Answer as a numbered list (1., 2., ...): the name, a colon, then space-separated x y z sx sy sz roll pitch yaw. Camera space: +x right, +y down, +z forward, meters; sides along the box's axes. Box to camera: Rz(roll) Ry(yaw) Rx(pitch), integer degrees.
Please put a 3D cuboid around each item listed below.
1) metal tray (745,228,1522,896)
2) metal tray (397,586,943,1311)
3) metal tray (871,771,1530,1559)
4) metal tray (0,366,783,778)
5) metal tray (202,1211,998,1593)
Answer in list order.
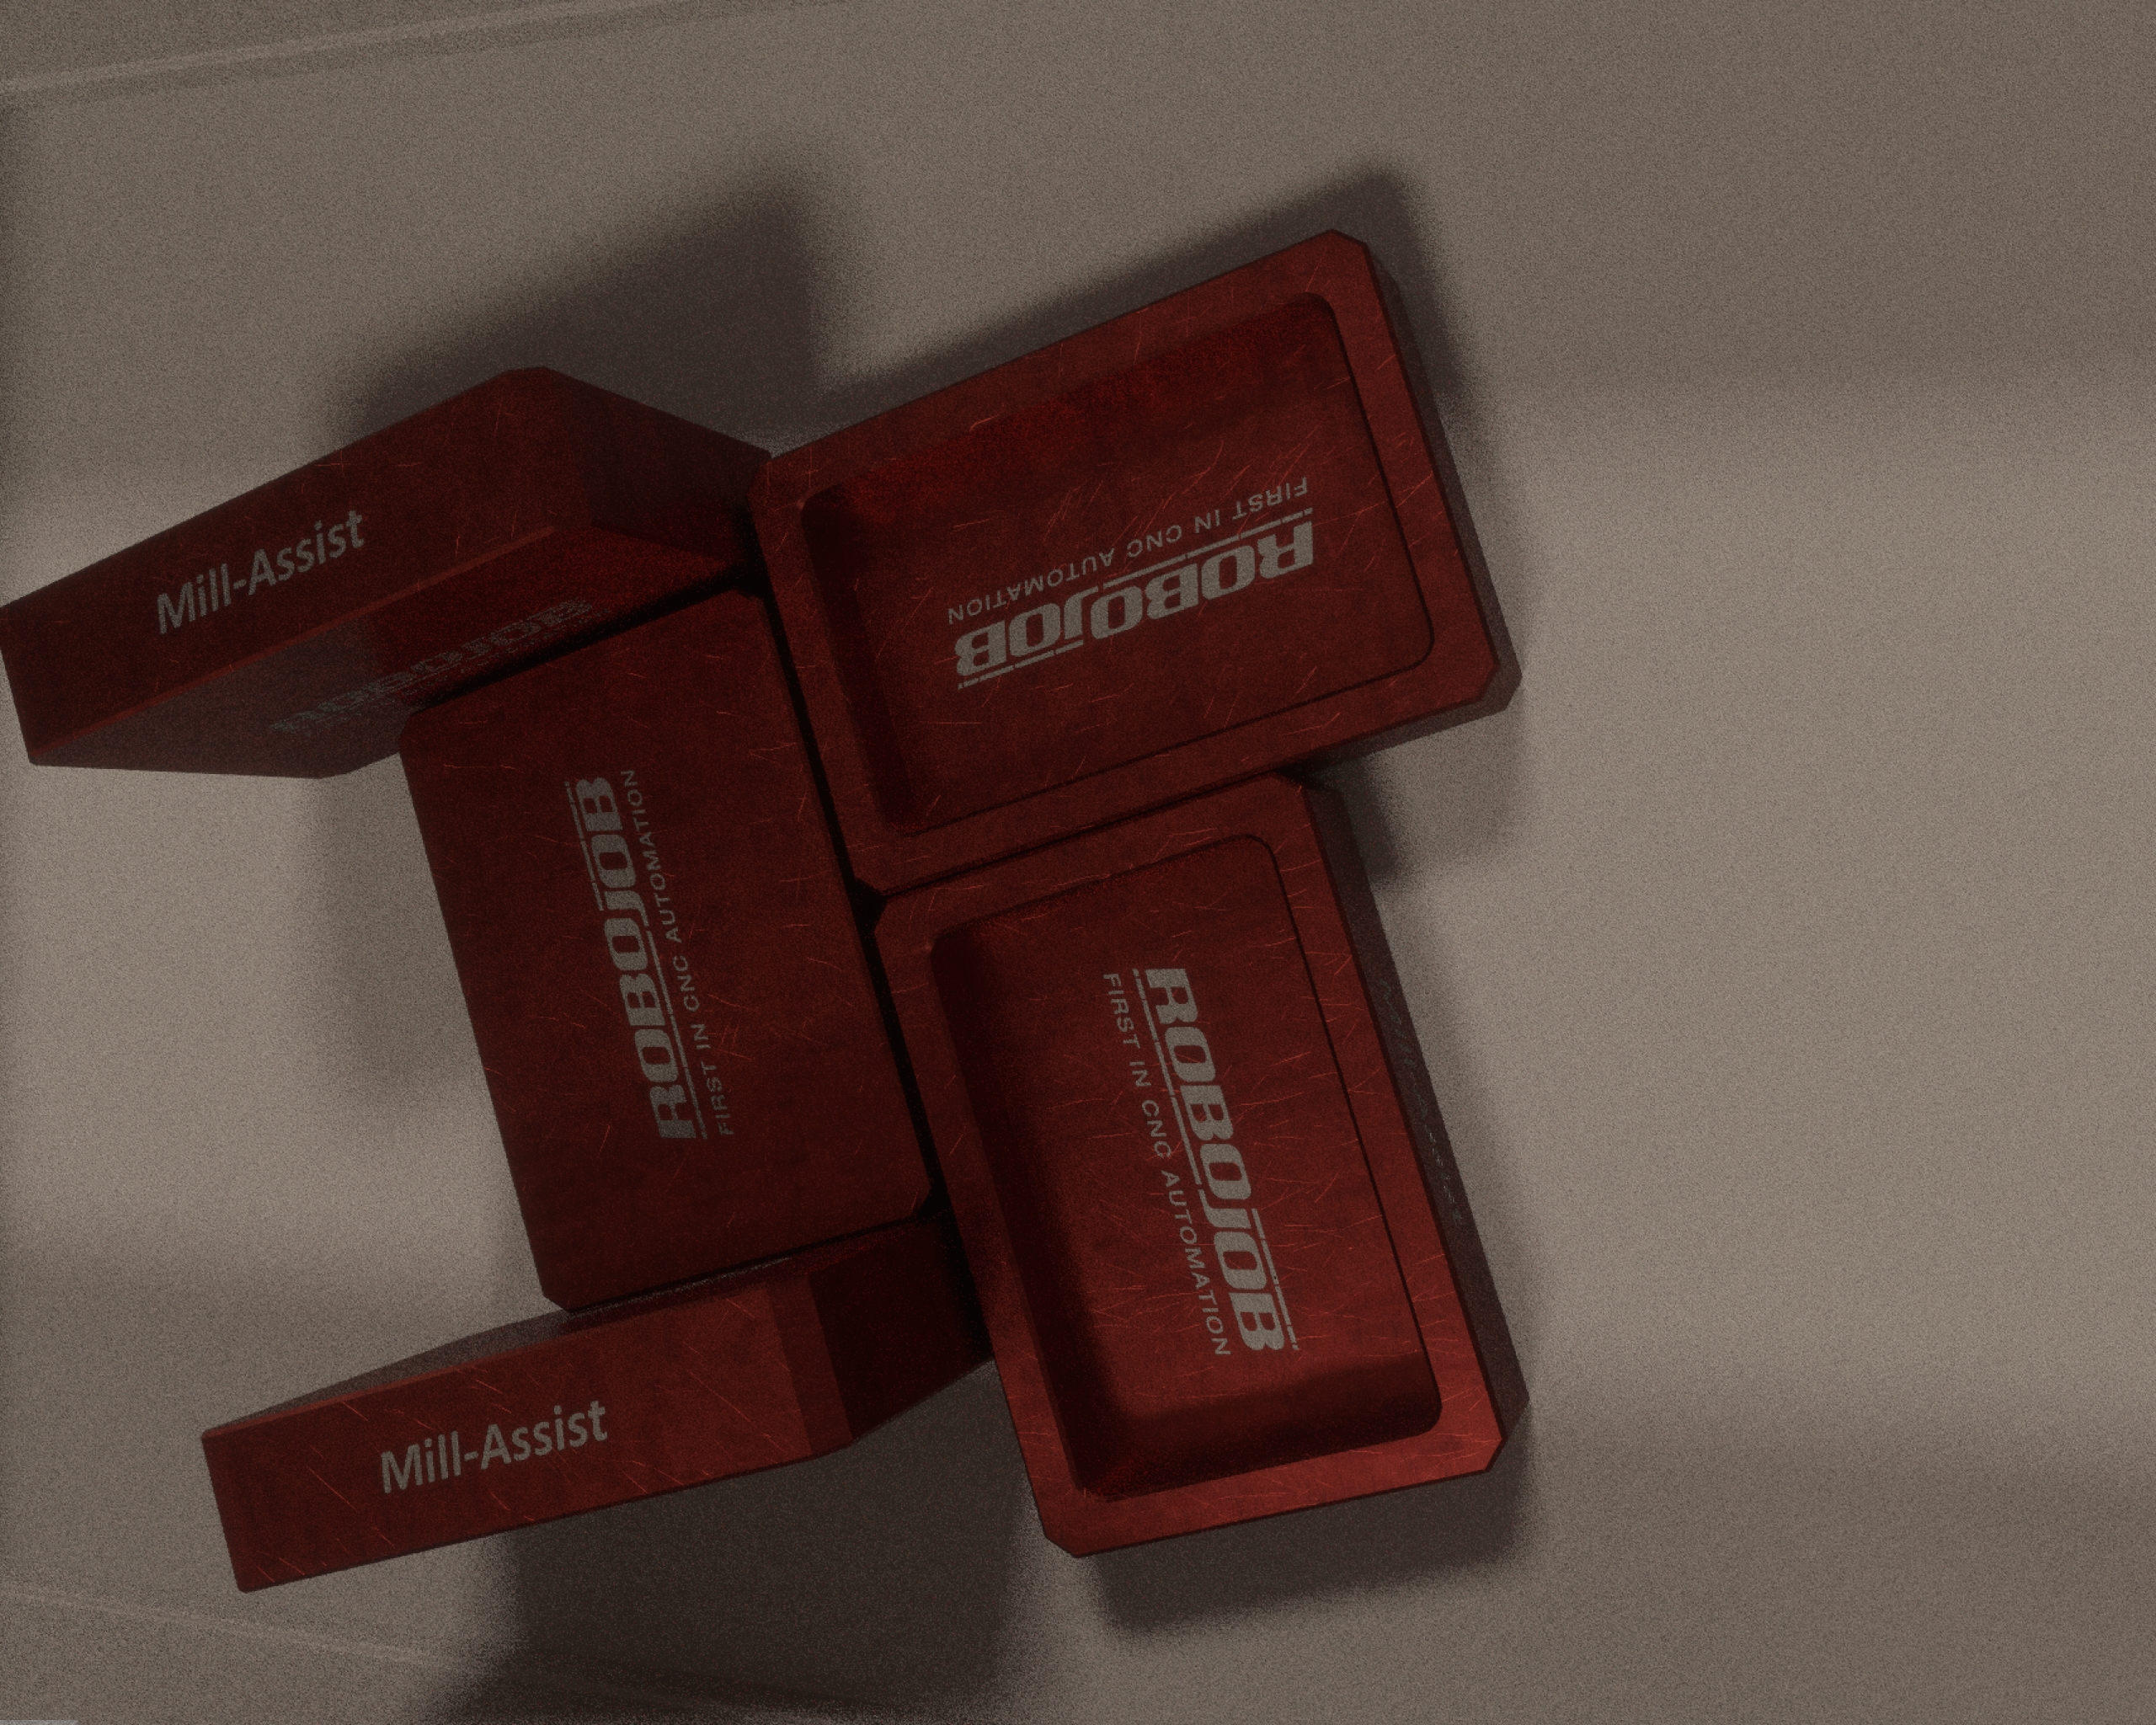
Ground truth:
1. metal tray: 0.009 -0.054 0.402 0.130 0.030 0.090 -18 84 18
2. metal tray: -0.081 0.019 0.432 0.090 0.030 0.129 -18 84 18
3. metal tray: 0.022 0.057 0.397 0.090 0.030 0.129 -18 84 18
4. metal tray: -0.132 -0.053 0.417 0.130 0.090 0.030 -19 84 18
5. metal tray: -0.086 0.100 0.402 0.130 0.090 0.030 -18 84 18
